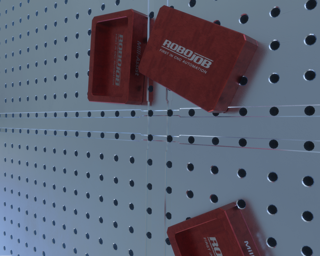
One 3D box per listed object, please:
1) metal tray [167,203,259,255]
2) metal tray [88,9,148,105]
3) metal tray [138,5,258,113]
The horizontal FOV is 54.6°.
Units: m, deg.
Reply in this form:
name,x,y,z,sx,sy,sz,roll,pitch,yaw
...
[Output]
name,x,y,z,sx,sy,sz,roll,pitch,yaw
metal tray,0.069,0.161,0.349,0.090,0.030,0.130,-34,69,35
metal tray,-0.065,-0.101,0.460,0.090,0.030,0.129,7,95,40
metal tray,0.039,-0.085,0.375,0.130,0.030,0.089,35,111,34
